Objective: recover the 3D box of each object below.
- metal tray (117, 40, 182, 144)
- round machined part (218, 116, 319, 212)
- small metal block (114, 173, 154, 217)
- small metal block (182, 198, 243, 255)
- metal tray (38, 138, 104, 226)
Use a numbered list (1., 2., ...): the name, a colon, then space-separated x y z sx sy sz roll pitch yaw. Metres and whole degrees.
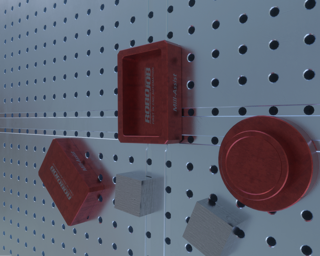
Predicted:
1. metal tray: -0.016 -0.044 0.419 0.090 0.030 0.129 -1 90 40
2. round machined part: 0.102 0.036 0.314 0.098 0.042 0.097 0 90 40
3. small metal block: -0.037 0.093 0.440 0.050 0.025 0.050 7 94 39
4. small metal block: 0.060 0.118 0.360 0.050 0.025 0.050 30 109 36
5. metal tray: -0.158 0.090 0.537 0.130 0.030 0.089 46 117 30
